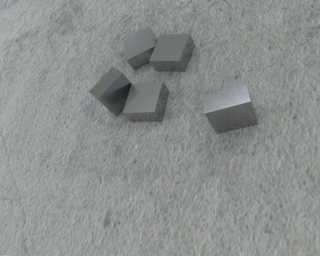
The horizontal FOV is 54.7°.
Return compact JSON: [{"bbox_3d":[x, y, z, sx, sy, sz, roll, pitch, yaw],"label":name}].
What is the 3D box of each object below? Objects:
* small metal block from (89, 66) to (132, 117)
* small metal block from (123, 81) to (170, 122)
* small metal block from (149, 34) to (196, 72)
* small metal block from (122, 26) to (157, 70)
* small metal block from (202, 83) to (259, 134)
[{"bbox_3d":[-0.066,-0.052,0.453,0.050,0.050,0.025,-49,52,-6],"label":"small metal block"},{"bbox_3d":[-0.019,-0.037,0.435,0.050,0.025,0.050,0,62,27],"label":"small metal block"},{"bbox_3d":[0.019,-0.112,0.461,0.050,0.025,0.050,8,65,31],"label":"small metal block"},{"bbox_3d":[-0.029,-0.128,0.496,0.050,0.025,0.050,-23,53,13],"label":"small metal block"},{"bbox_3d":[0.082,-0.021,0.357,0.050,0.050,0.025,-15,56,19],"label":"small metal block"}]
